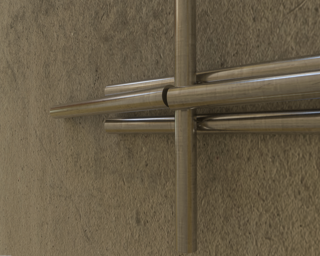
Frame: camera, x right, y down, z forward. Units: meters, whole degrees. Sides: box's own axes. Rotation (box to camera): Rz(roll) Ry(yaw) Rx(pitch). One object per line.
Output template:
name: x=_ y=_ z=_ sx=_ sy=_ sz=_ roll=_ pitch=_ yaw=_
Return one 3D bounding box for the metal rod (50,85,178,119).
metal rod: x=-0.087 y=-0.031 z=0.443 sx=0.300 sy=0.025 sz=0.025 roll=-2 pitch=89 yaw=49

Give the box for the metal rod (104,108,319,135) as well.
metal rod: x=0.043 y=-0.005 z=0.369 sx=0.300 sy=0.025 sz=0.025 roll=-1 pitch=90 yaw=39

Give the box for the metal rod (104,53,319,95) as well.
metal rod: x=0.043 y=-0.055 z=0.369 sx=0.300 sy=0.025 sz=0.025 roll=-1 pitch=90 yaw=39

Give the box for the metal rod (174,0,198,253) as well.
metal rod: x=0.029 y=-0.013 z=0.348 sx=0.025 sy=0.025 sz=0.298 roll=-1 pitch=90 yaw=39

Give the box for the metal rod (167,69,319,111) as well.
metal rod: x=0.144 y=-0.038 z=0.254 sx=0.300 sy=0.025 sz=0.025 roll=-3 pitch=88 yaw=29
